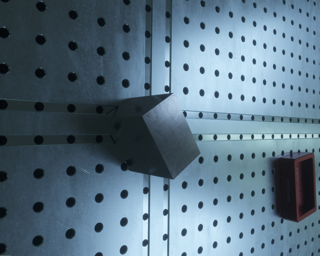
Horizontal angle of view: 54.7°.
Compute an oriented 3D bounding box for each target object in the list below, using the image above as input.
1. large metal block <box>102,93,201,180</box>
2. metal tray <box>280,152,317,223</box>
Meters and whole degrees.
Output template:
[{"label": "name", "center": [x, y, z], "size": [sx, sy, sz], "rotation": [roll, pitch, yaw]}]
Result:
[{"label": "large metal block", "center": [-0.011, 0.009, 0.364], "size": [0.050, 0.080, 0.080], "rotation": [-39, 114, -33]}, {"label": "metal tray", "center": [0.292, 0.121, 0.650], "size": [0.091, 0.030, 0.129], "rotation": [-8, 95, -40]}]
